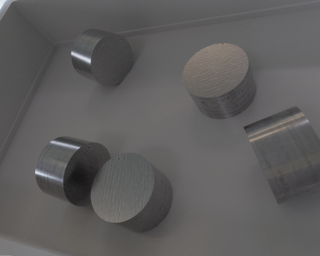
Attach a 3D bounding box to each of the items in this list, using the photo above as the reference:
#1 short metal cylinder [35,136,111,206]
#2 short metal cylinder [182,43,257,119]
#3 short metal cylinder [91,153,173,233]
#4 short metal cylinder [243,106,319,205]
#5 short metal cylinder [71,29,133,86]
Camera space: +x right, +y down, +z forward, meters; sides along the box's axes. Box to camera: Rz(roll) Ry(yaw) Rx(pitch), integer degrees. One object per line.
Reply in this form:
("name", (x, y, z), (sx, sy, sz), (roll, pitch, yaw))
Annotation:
("short metal cylinder", (-0.108, 0.054, 0.394), (0.050, 0.080, 0.080), (9, 67, 32))
("short metal cylinder", (0.075, -0.058, 0.386), (0.080, 0.050, 0.080), (-13, 56, 21))
("short metal cylinder", (-0.032, 0.075, 0.360), (0.080, 0.050, 0.080), (-13, 56, 21))
("short metal cylinder", (0.119, 0.026, 0.292), (0.050, 0.080, 0.080), (-24, 53, 14))
("short metal cylinder", (-0.090, -0.111, 0.486), (0.050, 0.080, 0.080), (25, 76, 37))
